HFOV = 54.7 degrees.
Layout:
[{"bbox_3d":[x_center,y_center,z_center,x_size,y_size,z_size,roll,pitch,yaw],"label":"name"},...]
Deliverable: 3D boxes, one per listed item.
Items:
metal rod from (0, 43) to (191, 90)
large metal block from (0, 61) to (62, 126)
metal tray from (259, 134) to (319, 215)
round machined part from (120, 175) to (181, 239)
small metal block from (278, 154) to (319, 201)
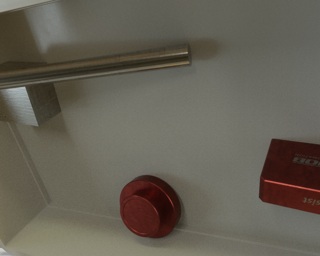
[{"bbox_3d":[-0.112,-0.070,0.380,0.301,0.025,0.025,-4,117,15],"label":"metal rod"},{"bbox_3d":[-0.206,-0.053,0.466,0.080,0.050,0.079,7,122,24],"label":"large metal block"},{"bbox_3d":[0.178,0.049,0.319,0.130,0.090,0.030,8,124,25],"label":"metal tray"},{"bbox_3d":[-0.021,0.125,0.471,0.098,0.042,0.097,8,109,26],"label":"round machined part"},{"bbox_3d":[0.164,0.057,0.358,0.050,0.025,0.050,3,120,26],"label":"small metal block"}]
